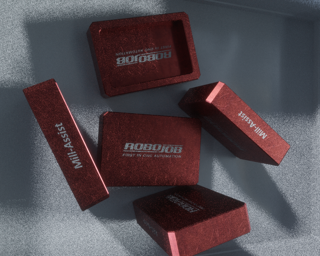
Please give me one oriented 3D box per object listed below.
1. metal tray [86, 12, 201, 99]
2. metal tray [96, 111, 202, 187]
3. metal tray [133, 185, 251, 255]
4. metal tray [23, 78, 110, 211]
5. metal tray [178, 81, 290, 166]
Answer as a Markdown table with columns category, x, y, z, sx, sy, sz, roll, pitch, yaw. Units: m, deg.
| category | x | y | z | sx | sy | sz | roll | pitch | yaw |
| --- | --- | --- | --- | --- | --- | --- | --- | --- | --- |
| metal tray | -0.019 | -0.095 | 0.400 | 0.131 | 0.030 | 0.089 | -14 | 95 | -20 |
| metal tray | -0.013 | 0.028 | 0.401 | 0.131 | 0.030 | 0.089 | 4 | 89 | -21 |
| metal tray | 0.030 | 0.101 | 0.364 | 0.091 | 0.130 | 0.030 | -13 | 95 | -20 |
| metal tray | -0.103 | 0.017 | 0.336 | 0.030 | 0.090 | 0.129 | -26 | 99 | -19 |
| metal tray | 0.095 | -0.004 | 0.410 | 0.130 | 0.090 | 0.030 | 39 | 78 | -16 |
